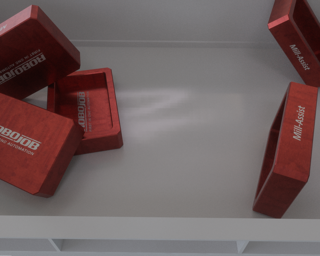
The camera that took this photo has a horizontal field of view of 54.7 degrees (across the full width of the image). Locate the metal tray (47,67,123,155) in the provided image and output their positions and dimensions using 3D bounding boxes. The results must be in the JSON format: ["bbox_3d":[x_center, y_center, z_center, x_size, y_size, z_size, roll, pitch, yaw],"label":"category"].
[{"bbox_3d":[-0.104,-0.026,0.422,0.091,0.030,0.130,-9,51,-8],"label":"metal tray"}]

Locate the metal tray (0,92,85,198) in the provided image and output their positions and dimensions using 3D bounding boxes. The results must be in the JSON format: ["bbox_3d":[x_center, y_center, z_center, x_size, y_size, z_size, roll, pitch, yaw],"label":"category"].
[{"bbox_3d":[-0.166,0.016,0.364,0.130,0.030,0.090,19,76,17],"label":"metal tray"}]

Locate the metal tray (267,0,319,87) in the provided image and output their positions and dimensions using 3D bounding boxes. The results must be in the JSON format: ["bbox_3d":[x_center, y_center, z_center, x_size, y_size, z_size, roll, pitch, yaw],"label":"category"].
[{"bbox_3d":[0.211,-0.132,0.455,0.030,0.130,0.090,-18,37,46],"label":"metal tray"}]

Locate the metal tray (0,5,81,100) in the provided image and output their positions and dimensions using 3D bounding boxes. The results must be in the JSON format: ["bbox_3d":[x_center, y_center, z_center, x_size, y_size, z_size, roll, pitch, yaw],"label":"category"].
[{"bbox_3d":[-0.183,-0.089,0.405,0.130,0.090,0.030,-25,50,13],"label":"metal tray"}]

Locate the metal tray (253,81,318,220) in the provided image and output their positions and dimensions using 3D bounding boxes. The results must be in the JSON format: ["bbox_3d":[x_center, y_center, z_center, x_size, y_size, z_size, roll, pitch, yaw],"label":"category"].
[{"bbox_3d":[0.139,0.023,0.344,0.030,0.090,0.130,17,52,14],"label":"metal tray"}]
